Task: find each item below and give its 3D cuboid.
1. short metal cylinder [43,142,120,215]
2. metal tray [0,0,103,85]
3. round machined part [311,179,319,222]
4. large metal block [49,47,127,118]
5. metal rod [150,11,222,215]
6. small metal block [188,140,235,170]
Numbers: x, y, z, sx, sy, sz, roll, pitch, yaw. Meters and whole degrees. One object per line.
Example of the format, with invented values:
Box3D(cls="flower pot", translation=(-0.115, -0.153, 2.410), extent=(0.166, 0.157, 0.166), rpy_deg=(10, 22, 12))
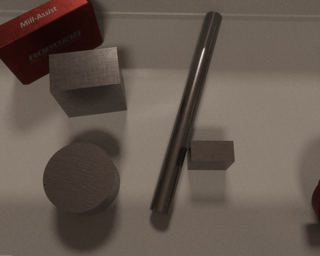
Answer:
Box3D(cls="short metal cylinder", translation=(-0.091, 0.063, 0.372), extent=(0.081, 0.050, 0.080), rpy_deg=(0, 70, 0))
Box3D(cls="metal tray", translation=(-0.147, -0.120, 0.417), extent=(0.131, 0.090, 0.030), rpy_deg=(-33, 74, -11))
Box3D(cls="round machined part", translation=(0.225, 0.076, 0.357), extent=(0.099, 0.097, 0.042), rpy_deg=(2, 32, 0))
Box3D(cls="large metal block", translation=(-0.089, -0.056, 0.400), extent=(0.081, 0.080, 0.050), rpy_deg=(-8, 71, -3))
Box3D(cls="metal rod", translation=(0.041, -0.034, 0.422), extent=(0.025, 0.025, 0.299), rpy_deg=(15, 70, 5))
Box3D(cls="small metal block", translation=(0.061, 0.035, 0.384), extent=(0.050, 0.050, 0.025), rpy_deg=(1, 70, 0))
